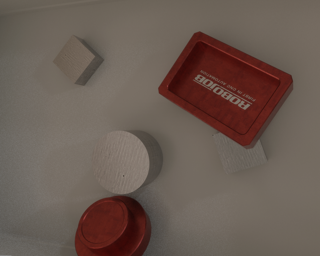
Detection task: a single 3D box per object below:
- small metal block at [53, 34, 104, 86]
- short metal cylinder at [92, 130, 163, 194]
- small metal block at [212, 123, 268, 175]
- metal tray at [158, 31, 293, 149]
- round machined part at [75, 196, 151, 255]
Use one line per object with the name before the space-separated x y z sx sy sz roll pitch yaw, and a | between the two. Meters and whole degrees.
small metal block | -0.119 -0.098 0.451 0.050 0.025 0.050 45 103 14
short metal cylinder | -0.042 0.043 0.411 0.080 0.050 0.079 0 90 19
small metal block | 0.097 0.024 0.376 0.050 0.025 0.050 -20 84 18
metal tray | 0.074 -0.046 0.364 0.130 0.030 0.090 35 94 25
round machined part | -0.064 0.128 0.394 0.098 0.042 0.098 -12 43 12
